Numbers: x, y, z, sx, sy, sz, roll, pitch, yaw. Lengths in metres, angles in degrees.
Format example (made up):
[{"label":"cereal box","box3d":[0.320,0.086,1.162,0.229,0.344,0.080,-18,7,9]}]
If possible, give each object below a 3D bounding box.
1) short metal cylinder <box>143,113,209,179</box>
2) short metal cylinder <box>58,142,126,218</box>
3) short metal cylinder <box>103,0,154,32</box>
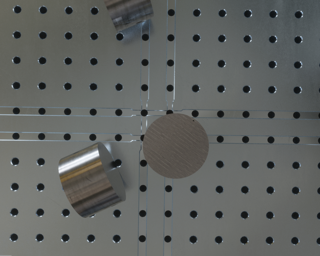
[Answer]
[{"label":"short metal cylinder","box3d":[0.019,0.022,0.401,0.081,0.050,0.079,0,90,0]},{"label":"short metal cylinder","box3d":[-0.082,0.064,0.385,0.050,0.080,0.080,-24,90,0]},{"label":"short metal cylinder","box3d":[-0.046,-0.167,0.385,0.050,0.080,0.080,-23,90,0]}]
